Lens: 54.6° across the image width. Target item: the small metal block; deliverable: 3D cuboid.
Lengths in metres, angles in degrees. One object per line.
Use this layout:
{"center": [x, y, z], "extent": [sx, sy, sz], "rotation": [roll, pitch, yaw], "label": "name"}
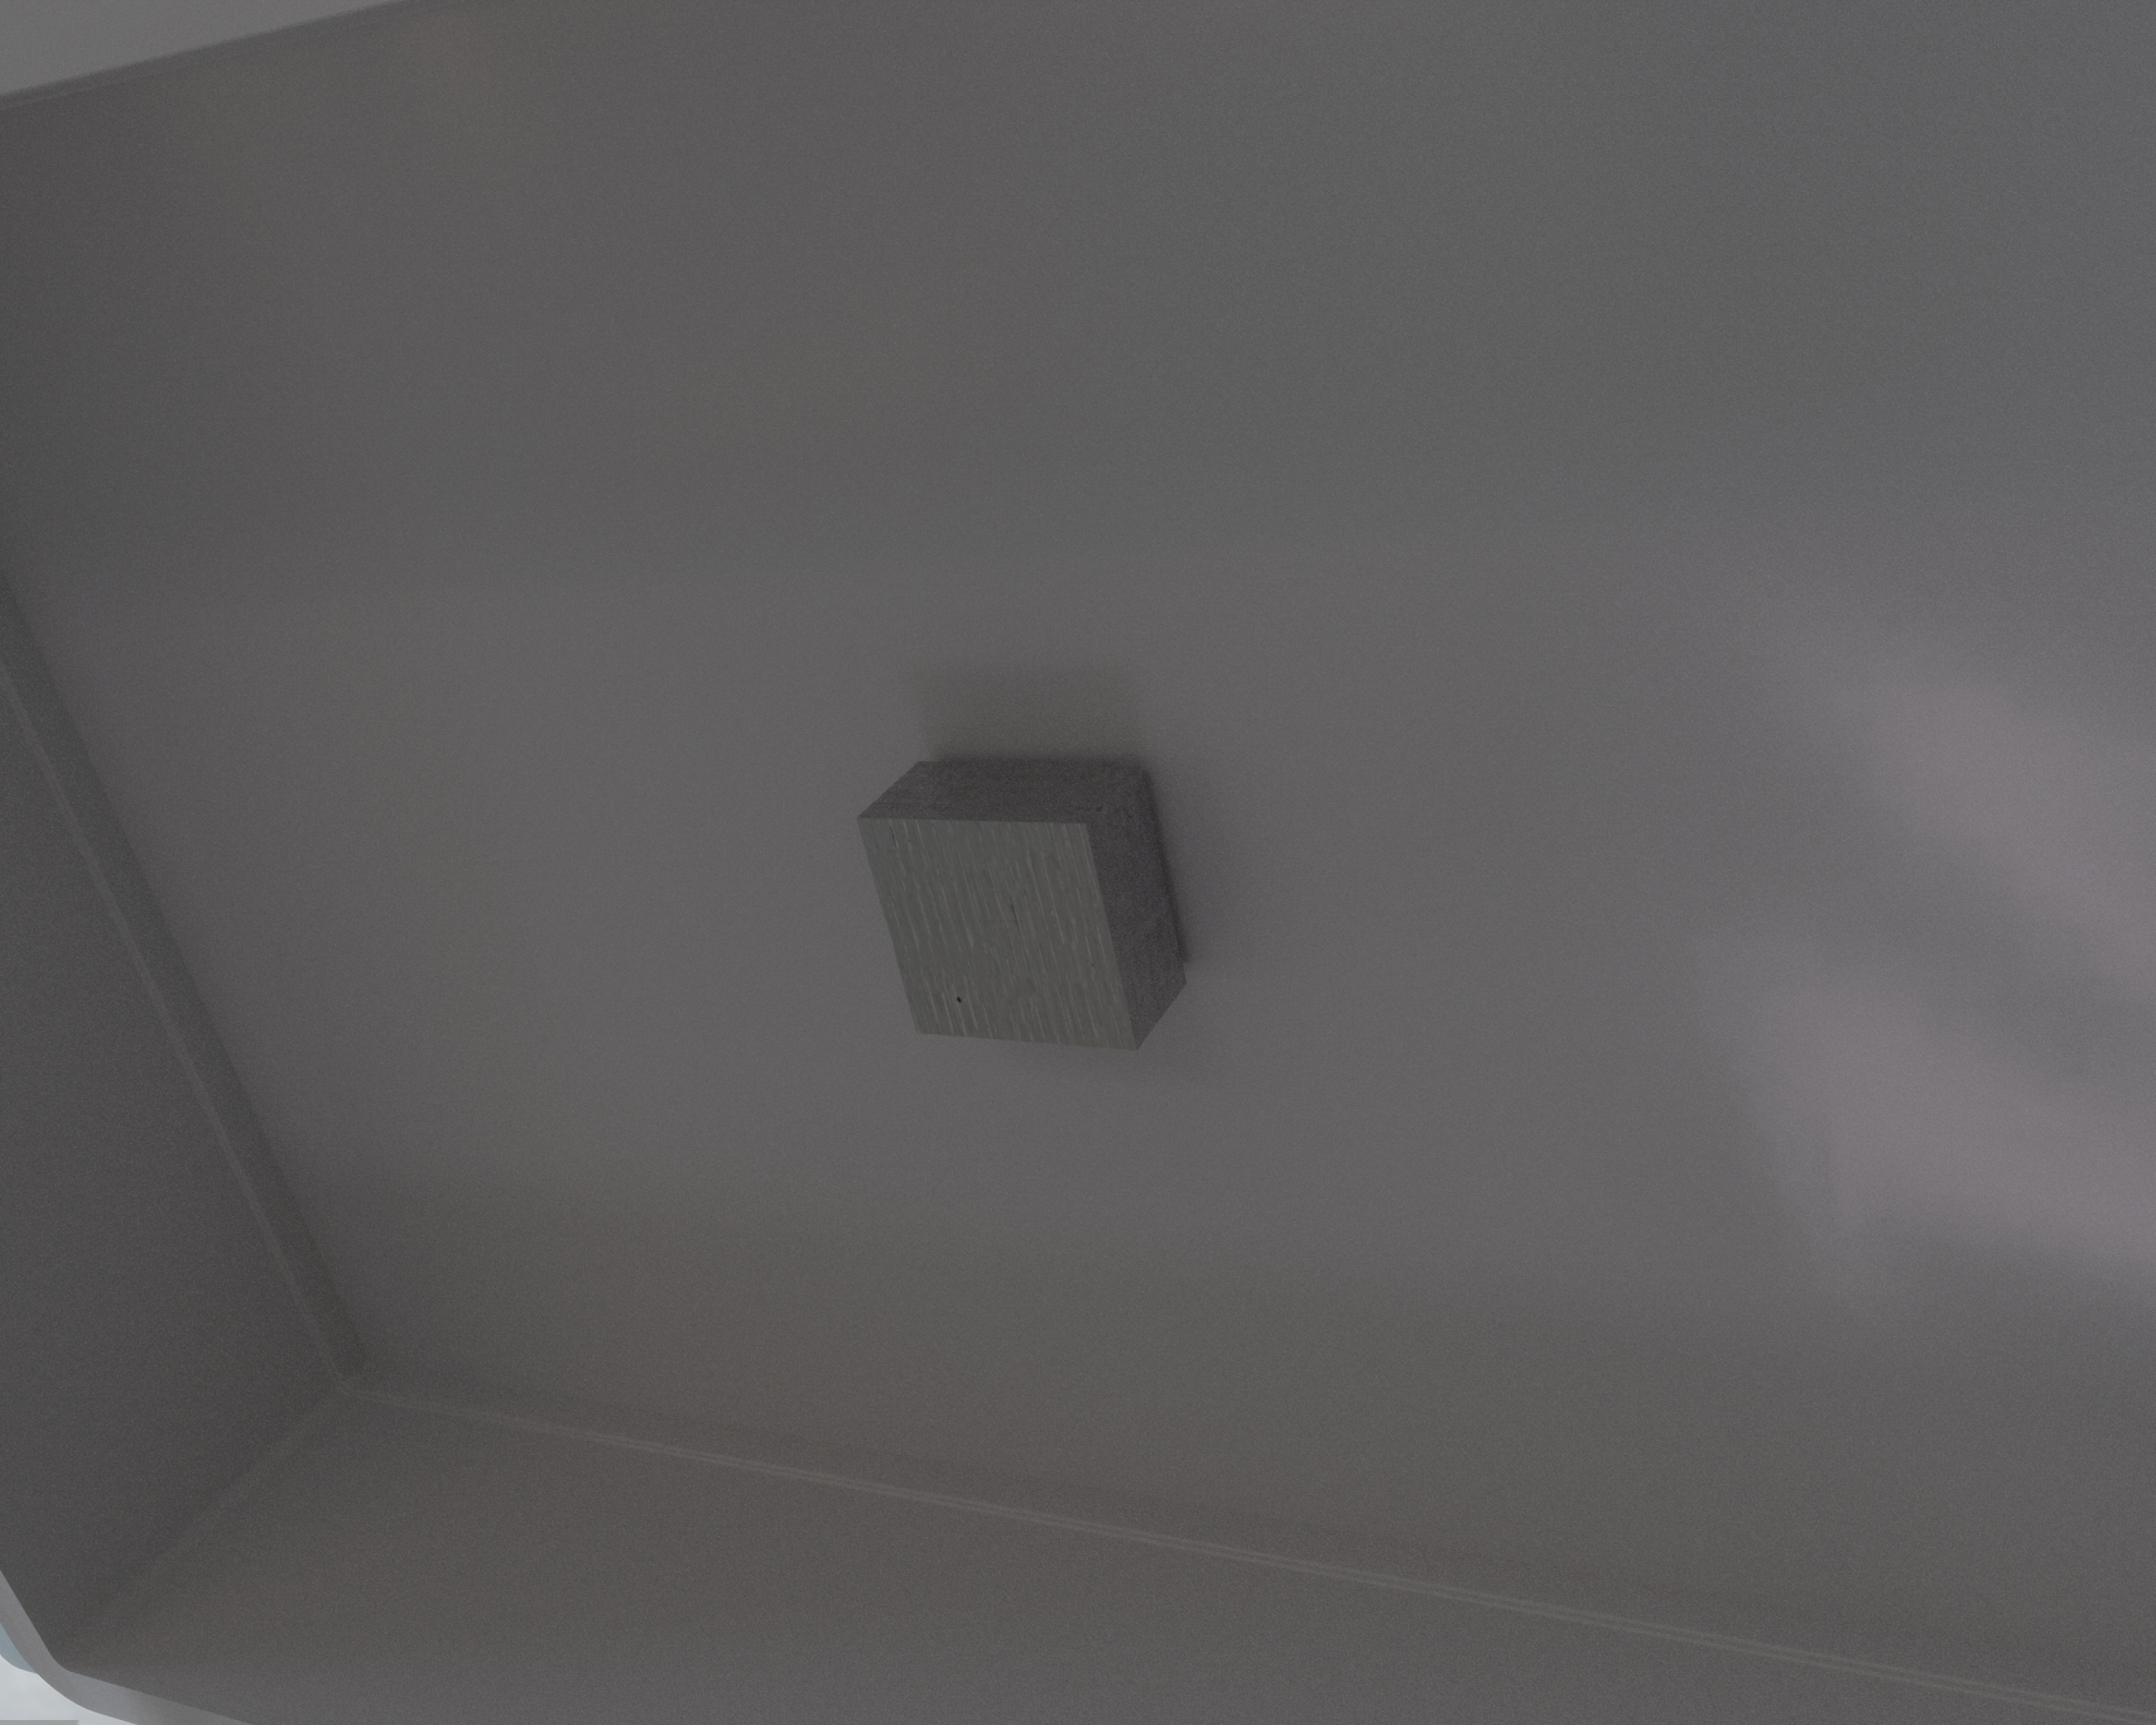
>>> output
{"center": [-0.010, 0.008, 0.415], "extent": [0.050, 0.025, 0.050], "rotation": [2, 120, 28], "label": "small metal block"}
